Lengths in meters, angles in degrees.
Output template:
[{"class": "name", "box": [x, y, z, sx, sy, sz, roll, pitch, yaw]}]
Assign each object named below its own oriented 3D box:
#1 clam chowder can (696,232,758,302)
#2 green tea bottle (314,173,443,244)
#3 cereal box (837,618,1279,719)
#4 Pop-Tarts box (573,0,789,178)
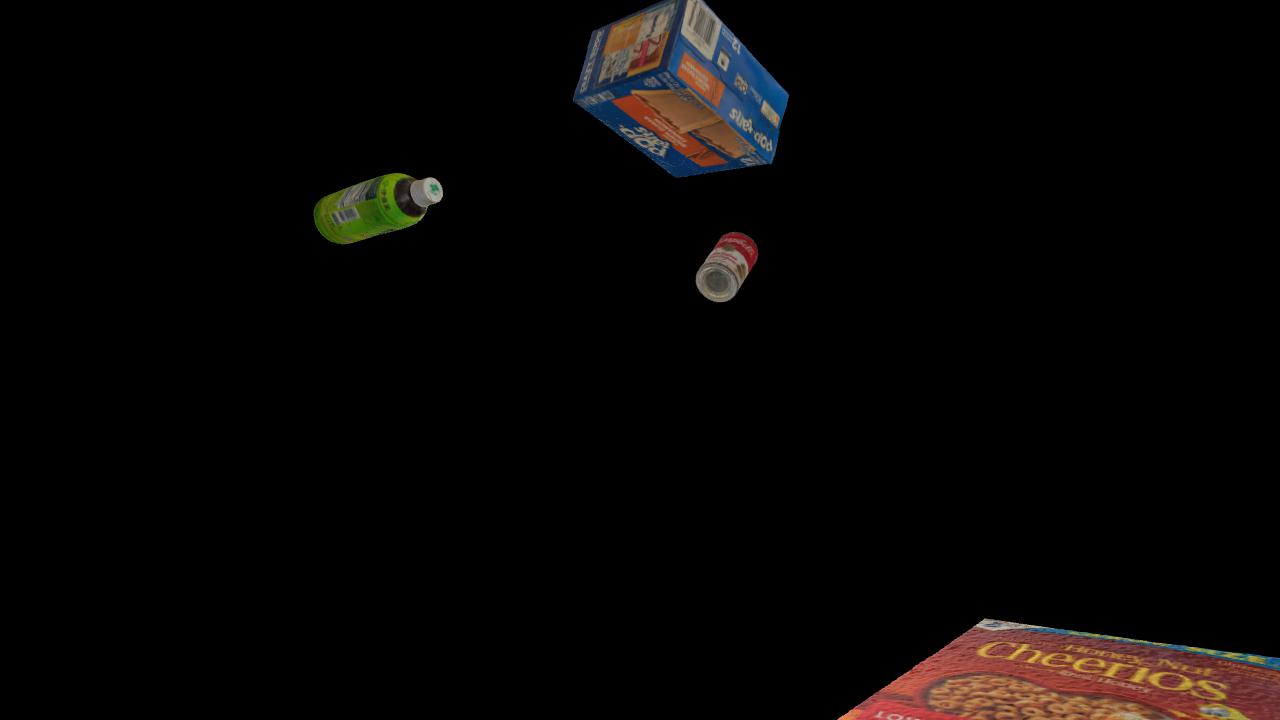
[{"class": "clam chowder can", "box": [0.131, -0.140, 0.929, 0.068, 0.068, 0.102, 0, 37, 31]}, {"class": "green tea bottle", "box": [-0.339, -0.200, 0.804, 0.212, 0.073, 0.073, -2, -1, 34]}, {"class": "cereal box", "box": [0.258, 0.244, 0.371, 0.306, 0.081, 0.203, -1, -9, -40]}, {"class": "Pop-Tarts box", "box": [0.043, -0.268, 0.630, 0.141, 0.083, 0.167, 10, -10, 47]}]
